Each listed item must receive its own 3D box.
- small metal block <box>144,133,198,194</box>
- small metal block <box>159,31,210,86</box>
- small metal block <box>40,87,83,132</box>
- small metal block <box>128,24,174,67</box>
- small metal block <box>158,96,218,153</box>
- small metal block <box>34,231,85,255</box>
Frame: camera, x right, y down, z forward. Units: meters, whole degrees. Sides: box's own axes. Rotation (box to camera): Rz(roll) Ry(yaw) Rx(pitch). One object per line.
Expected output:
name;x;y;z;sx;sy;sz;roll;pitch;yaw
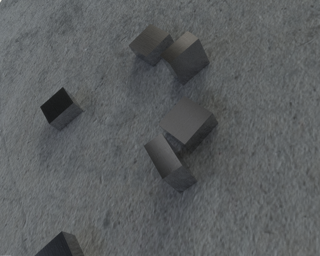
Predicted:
small metal block;0.013;0.041;0.355;0.025;0.050;0.050;-36;51;4
small metal block;0.035;-0.095;0.427;0.050;0.050;0.025;-41;51;0
small metal block;-0.161;-0.031;0.505;0.050;0.025;0.050;-42;51;-1
small metal block;-0.013;-0.131;0.489;0.050;0.025;0.050;-46;52;-4
small metal block;0.035;-0.005;0.388;0.050;0.025;0.050;-48;52;-6
small metal block;-0.118;0.161;0.365;0.050;0.025;0.050;-42;51;-1
